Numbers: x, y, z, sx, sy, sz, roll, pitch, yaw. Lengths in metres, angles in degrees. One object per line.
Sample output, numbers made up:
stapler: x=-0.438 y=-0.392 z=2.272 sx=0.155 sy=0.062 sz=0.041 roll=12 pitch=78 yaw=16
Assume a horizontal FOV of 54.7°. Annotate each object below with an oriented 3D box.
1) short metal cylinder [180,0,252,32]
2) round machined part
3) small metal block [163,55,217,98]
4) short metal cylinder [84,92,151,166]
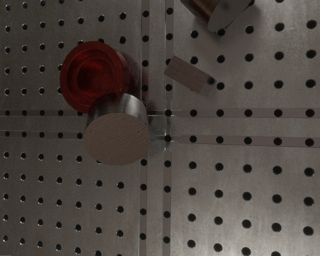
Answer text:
short metal cylinder: x=0.070 y=-0.160 z=0.358 sx=0.080 sy=0.080 sz=0.050 roll=-43 pitch=77 yaw=15
round machined part: x=-0.086 y=-0.068 z=0.433 sx=0.098 sy=0.042 sz=0.097 roll=0 pitch=90 yaw=19
small metal block: x=0.039 y=-0.063 z=0.385 sx=0.050 sy=0.050 sz=0.025 roll=33 pitch=101 yaw=16
short metal cylinder: x=-0.054 y=0.002 z=0.396 sx=0.081 sy=0.050 sz=0.079 roll=-3 pitch=124 yaw=-5
